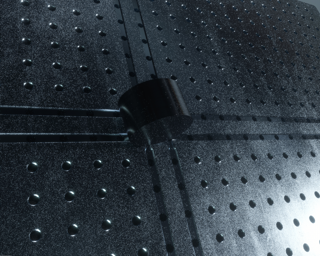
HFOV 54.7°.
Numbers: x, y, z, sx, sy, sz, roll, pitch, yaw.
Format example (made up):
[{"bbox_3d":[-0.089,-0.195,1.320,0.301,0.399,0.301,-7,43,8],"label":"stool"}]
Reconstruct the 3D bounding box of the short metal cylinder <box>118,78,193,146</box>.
[{"bbox_3d":[-0.006,-0.018,0.382,0.081,0.080,0.050,-7,65,-32],"label":"short metal cylinder"}]
